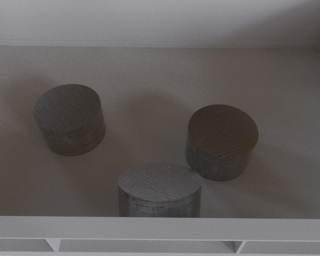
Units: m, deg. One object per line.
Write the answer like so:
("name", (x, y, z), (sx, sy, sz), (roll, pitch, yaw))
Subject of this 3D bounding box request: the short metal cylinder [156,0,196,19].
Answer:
("short metal cylinder", (0.032, -0.258, 0.609), (0.081, 0.050, 0.080), (0, 50, 0))

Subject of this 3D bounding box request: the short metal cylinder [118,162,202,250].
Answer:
("short metal cylinder", (0.000, 0.073, 0.305), (0.081, 0.050, 0.080), (1, 17, 0))

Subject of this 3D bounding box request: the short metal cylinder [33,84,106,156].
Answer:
("short metal cylinder", (-0.113, -0.011, 0.397), (0.081, 0.050, 0.080), (0, 50, 0))

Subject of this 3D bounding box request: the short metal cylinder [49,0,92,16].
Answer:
("short metal cylinder", (-0.169, -0.264, 0.592), (0.080, 0.080, 0.050), (12, 51, 9))

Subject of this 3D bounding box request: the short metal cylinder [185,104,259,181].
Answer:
("short metal cylinder", (0.072, 0.017, 0.375), (0.081, 0.050, 0.080), (0, 50, 0))
